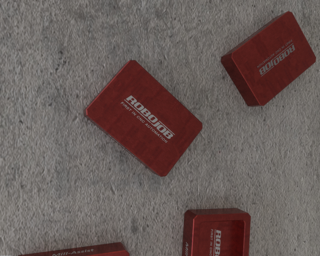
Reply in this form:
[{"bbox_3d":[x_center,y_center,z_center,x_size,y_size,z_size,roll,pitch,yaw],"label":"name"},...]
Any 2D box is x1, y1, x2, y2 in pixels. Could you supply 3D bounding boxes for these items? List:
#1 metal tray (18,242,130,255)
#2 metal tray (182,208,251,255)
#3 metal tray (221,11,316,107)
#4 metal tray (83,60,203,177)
[{"bbox_3d":[-0.103,0.193,0.368,0.131,0.030,0.089,0,90,-20],"label":"metal tray"},{"bbox_3d":[0.078,0.182,0.435,0.091,0.030,0.129,4,89,-20],"label":"metal tray"},{"bbox_3d":[0.166,-0.103,0.467,0.131,0.030,0.090,-38,102,-16],"label":"metal tray"},{"bbox_3d":[-0.019,-0.011,0.399,0.130,0.030,0.090,42,77,-15],"label":"metal tray"}]
